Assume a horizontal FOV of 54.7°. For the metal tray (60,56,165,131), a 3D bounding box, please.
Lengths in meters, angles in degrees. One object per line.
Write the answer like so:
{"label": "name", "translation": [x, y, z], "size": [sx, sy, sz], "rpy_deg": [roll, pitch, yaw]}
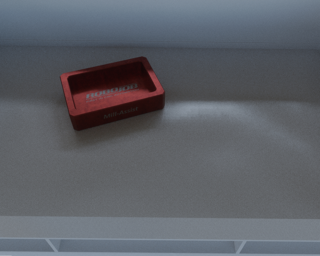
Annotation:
{"label": "metal tray", "translation": [-0.068, -0.053, 0.445], "size": [0.131, 0.030, 0.090], "rpy_deg": [-15, 52, -13]}
